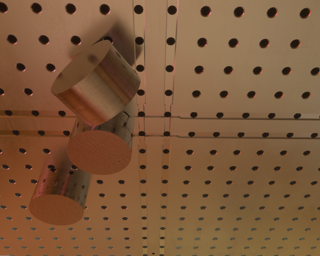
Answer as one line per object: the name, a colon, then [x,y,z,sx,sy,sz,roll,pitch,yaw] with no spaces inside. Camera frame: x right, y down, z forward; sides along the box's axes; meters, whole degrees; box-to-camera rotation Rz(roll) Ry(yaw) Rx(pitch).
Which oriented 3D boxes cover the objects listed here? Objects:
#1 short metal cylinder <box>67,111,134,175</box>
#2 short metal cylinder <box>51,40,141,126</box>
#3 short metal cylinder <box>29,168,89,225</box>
short metal cylinder: [-0.076,0.017,0.408,0.081,0.050,0.079,-1,130,0]
short metal cylinder: [-0.068,-0.048,0.333,0.080,0.080,0.050,-27,125,21]
short metal cylinder: [-0.156,0.109,0.486,0.081,0.050,0.079,0,130,0]
